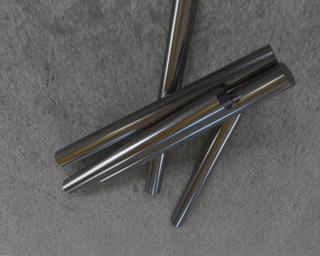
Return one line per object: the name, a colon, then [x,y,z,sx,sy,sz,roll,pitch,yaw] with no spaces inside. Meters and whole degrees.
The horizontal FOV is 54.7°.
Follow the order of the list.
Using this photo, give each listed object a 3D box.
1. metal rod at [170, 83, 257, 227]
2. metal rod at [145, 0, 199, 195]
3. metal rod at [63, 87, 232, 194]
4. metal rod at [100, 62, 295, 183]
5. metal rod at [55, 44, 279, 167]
metal rod: [0.068,0.054,0.454,0.025,0.025,0.298,11,129,-10]
metal rod: [0.007,-0.016,0.393,0.025,0.025,0.298,5,130,-5]
metal rod: [-0.039,0.031,0.390,0.025,0.025,0.299,36,134,-27]
metal rod: [0.016,0.011,0.375,0.025,0.025,0.299,36,134,-27]
metal rod: [-0.012,-0.014,0.364,0.300,0.025,0.025,-25,127,25]
